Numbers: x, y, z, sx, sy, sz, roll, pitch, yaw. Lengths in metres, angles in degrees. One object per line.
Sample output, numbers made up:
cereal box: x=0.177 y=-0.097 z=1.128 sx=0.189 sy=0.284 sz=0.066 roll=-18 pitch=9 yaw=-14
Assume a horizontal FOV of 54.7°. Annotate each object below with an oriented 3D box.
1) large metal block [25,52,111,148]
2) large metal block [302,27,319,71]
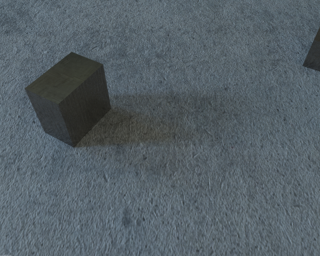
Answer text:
large metal block: x=-0.112 y=-0.036 z=0.397 sx=0.050 sy=0.080 sz=0.080 roll=24 pitch=54 yaw=19
large metal block: x=0.288 y=-0.128 z=0.497 sx=0.080 sy=0.050 sz=0.080 roll=24 pitch=54 yaw=19
